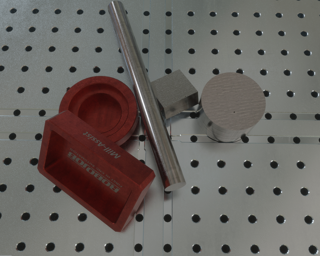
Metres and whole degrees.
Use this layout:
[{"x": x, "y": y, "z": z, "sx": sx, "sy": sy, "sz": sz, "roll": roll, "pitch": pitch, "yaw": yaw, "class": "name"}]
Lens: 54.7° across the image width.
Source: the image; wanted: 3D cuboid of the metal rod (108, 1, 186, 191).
[{"x": -0.026, "y": -0.061, "z": 0.411, "sx": 0.025, "sy": 0.025, "sz": 0.299, "roll": -16, "pitch": 63, "yaw": -6, "class": "metal rod"}]

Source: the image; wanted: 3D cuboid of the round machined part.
[{"x": -0.078, "y": -0.016, "z": 0.408, "sx": 0.099, "sy": 0.042, "sz": 0.098, "roll": 0, "pitch": 70, "yaw": -1, "class": "round machined part"}]

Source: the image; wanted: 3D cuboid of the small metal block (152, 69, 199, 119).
[{"x": 0.018, "y": -0.047, "z": 0.422, "sx": 0.050, "sy": 0.025, "sz": 0.050, "roll": -26, "pitch": 55, "yaw": -10, "class": "small metal block"}]

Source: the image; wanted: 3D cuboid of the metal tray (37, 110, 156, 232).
[{"x": -0.078, "y": 0.050, "z": 0.357, "sx": 0.130, "sy": 0.089, "sz": 0.030, "roll": 34, "pitch": 38, "yaw": 11, "class": "metal tray"}]

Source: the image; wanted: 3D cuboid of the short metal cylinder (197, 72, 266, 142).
[{"x": 0.091, "y": -0.026, "z": 0.409, "sx": 0.081, "sy": 0.050, "sz": 0.080, "roll": 0, "pitch": 70, "yaw": -1, "class": "short metal cylinder"}]
